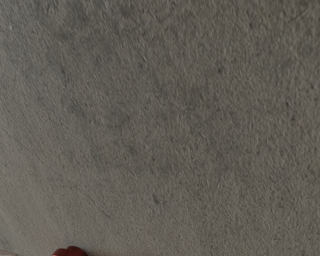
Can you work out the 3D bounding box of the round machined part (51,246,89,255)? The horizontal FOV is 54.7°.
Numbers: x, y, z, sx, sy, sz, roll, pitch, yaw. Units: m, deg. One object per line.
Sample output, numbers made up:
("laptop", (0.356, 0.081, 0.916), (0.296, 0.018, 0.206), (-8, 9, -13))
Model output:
("round machined part", (-0.189, 0.298, 0.677), (0.098, 0.042, 0.097), (13, 124, 20))
